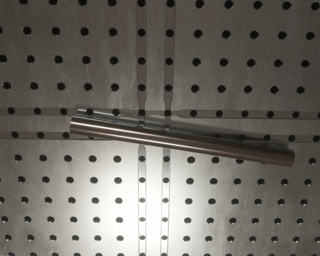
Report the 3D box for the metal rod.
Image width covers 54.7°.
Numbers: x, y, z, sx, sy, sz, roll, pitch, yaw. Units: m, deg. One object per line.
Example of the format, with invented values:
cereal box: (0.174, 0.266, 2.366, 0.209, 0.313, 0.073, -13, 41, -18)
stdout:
metal rod: (0.033, 0.019, 0.420, 0.302, 0.025, 0.025, 9, 110, -4)
